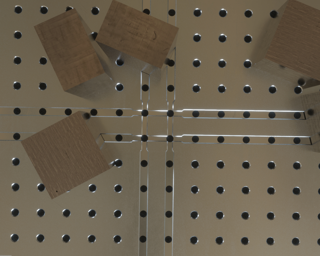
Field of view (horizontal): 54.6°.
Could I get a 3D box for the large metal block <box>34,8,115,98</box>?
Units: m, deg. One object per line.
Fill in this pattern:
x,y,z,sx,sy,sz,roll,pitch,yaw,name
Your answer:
-0.101,-0.088,0.385,0.050,0.080,0.080,-25,90,0,large metal block

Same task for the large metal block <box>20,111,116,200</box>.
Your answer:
-0.114,0.033,0.400,0.080,0.050,0.080,-28,90,0,large metal block

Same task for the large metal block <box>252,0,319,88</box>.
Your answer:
0.180,-0.106,0.402,0.080,0.050,0.080,23,90,0,large metal block

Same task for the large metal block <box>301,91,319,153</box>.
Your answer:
0.242,-0.015,0.402,0.080,0.050,0.080,-13,90,0,large metal block

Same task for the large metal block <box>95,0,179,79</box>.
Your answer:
-0.025,-0.105,0.386,0.080,0.080,0.050,23,90,0,large metal block
